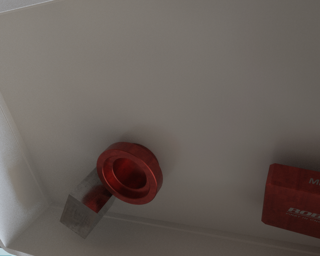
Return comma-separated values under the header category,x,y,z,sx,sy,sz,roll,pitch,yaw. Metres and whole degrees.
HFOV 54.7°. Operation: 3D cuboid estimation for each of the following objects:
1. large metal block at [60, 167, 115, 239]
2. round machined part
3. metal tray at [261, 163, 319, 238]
category,x,y,z,sx,sy,sz,roll,pitch,yaw
large metal block,-0.109,0.117,0.501,0.050,0.080,0.079,33,129,6
round machined part,-0.040,0.061,0.455,0.098,0.042,0.097,13,124,20
metal tray,0.186,0.090,0.348,0.130,0.030,0.090,10,138,22
